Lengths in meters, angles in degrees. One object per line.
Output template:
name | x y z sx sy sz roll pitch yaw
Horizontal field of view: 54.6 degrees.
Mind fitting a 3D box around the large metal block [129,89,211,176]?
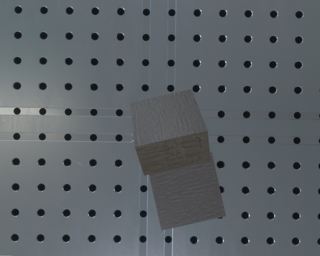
large metal block | 0.011 0.004 0.379 0.080 0.080 0.050 -13 132 0

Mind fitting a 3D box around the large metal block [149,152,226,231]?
large metal block | 0.032 0.077 0.401 0.080 0.050 0.080 -12 90 0
